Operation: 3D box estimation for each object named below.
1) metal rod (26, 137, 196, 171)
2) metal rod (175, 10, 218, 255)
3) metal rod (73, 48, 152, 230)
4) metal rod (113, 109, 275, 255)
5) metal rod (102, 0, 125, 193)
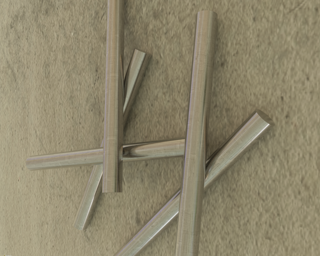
[{"bbox_3d":[-0.082,0.039,0.440,0.300,0.025,0.025,-8,85,30],"label":"metal rod"},{"bbox_3d":[0.040,0.017,0.343,0.025,0.025,0.298,0,82,39],"label":"metal rod"},{"bbox_3d":[-0.077,0.027,0.465,0.025,0.025,0.298,34,111,34],"label":"metal rod"},{"bbox_3d":[0.024,0.092,0.383,0.298,0.025,0.025,-51,60,27],"label":"metal rod"},{"bbox_3d":[-0.062,-0.065,0.420,0.025,0.025,0.299,-13,72,39],"label":"metal rod"}]
